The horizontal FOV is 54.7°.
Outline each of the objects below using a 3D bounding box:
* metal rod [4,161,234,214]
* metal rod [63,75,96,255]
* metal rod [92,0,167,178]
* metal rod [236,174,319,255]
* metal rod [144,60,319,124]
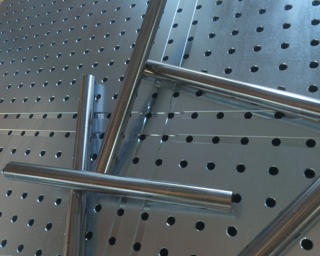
[{"bbox_3d":[-0.065,0.067,0.375,0.301,0.025,0.025,4,63,21],"label":"metal rod"},{"bbox_3d":[-0.110,0.045,0.436,0.025,0.025,0.299,-17,55,18],"label":"metal rod"},{"bbox_3d":[-0.039,-0.070,0.442,0.025,0.025,0.299,8,74,31],"label":"metal rod"},{"bbox_3d":[0.112,0.098,0.288,0.300,0.025,0.025,-43,51,-3],"label":"metal rod"},{"bbox_3d":[0.078,-0.054,0.399,0.300,0.025,0.025,22,73,35],"label":"metal rod"}]
